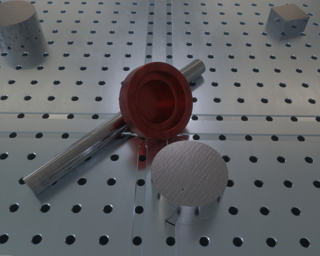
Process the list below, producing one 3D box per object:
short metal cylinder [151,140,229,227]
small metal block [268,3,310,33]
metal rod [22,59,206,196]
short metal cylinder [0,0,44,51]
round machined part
[{"bbox_3d":[0.031,0.060,0.341,0.081,0.050,0.080,0,50,0],"label":"short metal cylinder"},{"bbox_3d":[0.242,-0.207,0.584,0.050,0.025,0.050,-14,52,-12],"label":"small metal block"},{"bbox_3d":[-0.043,-0.015,0.419,0.025,0.025,0.302,37,59,26],"label":"metal rod"},{"bbox_3d":[-0.251,-0.179,0.540,0.081,0.050,0.080,0,50,0],"label":"short metal cylinder"},{"bbox_3d":[-0.009,-0.033,0.402,0.099,0.098,0.042,-38,19,-28],"label":"round machined part"}]
